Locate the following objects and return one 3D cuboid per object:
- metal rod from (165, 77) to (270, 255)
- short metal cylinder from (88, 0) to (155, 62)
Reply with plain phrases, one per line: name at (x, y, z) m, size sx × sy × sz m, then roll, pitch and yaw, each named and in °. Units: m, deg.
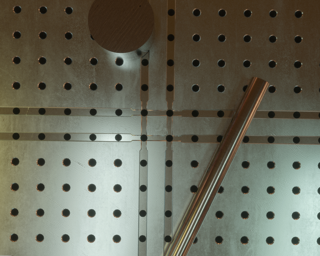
metal rod at (0.069, 0.072, 0.413) m, size 0.025 × 0.025 × 0.299 m, roll 26°, pitch 90°, yaw 0°
short metal cylinder at (-0.047, -0.131, 0.400) m, size 0.081 × 0.050 × 0.080 m, roll 0°, pitch 90°, yaw 0°
